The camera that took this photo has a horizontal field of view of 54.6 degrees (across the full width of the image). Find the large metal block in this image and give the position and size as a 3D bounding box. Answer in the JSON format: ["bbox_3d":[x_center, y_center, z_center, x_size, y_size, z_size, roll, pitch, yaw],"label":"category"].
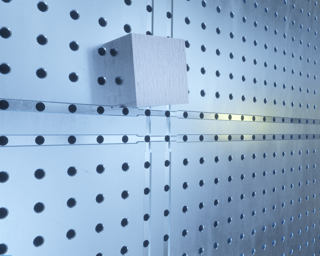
[{"bbox_3d":[-0.013,-0.067,0.381,0.081,0.050,0.080,-7,95,-40],"label":"large metal block"}]
